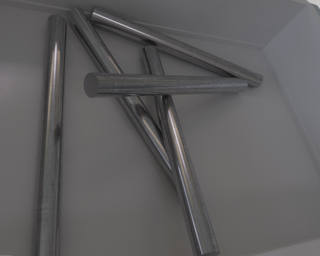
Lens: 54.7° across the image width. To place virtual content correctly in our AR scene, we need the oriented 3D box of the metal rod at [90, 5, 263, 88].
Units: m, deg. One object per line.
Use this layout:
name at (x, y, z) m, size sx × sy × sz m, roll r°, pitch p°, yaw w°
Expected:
metal rod at (0.039, -0.123, 0.495) m, size 0.302 × 0.025 × 0.025 m, roll 16°, pitch 55°, yaw -21°

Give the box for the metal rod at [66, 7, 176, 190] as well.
metal rod at (-0.040, -0.039, 0.407) m, size 0.025 × 0.025 × 0.299 m, roll -24°, pitch 75°, yaw -36°

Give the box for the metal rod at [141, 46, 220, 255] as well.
metal rod at (0.014, 0.003, 0.380) m, size 0.025 × 0.025 × 0.299 m, roll 6°, pitch 50°, yaw -26°

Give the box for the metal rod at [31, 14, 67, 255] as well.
metal rod at (-0.121, -0.013, 0.347) m, size 0.025 × 0.025 × 0.299 m, roll 7°, pitch 59°, yaw -25°

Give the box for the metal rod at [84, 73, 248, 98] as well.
metal rod at (0.035, -0.057, 0.414) m, size 0.302 × 0.025 × 0.025 m, roll -8°, pitch 65°, yaw -47°
